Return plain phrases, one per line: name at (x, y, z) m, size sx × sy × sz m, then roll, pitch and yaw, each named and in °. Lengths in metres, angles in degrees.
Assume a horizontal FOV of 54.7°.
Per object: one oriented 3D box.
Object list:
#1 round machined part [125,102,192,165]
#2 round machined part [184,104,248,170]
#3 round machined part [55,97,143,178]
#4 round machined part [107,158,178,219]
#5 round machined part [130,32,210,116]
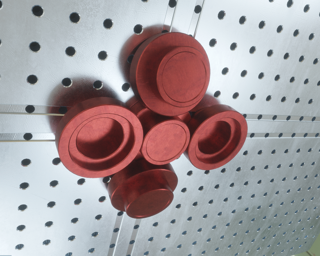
round machined part at (0.000, 0.009, 0.406) m, size 0.099 × 0.042 × 0.097 m, roll -14°, pitch 125°, yaw -21°
round machined part at (0.074, 0.009, 0.448) m, size 0.099 × 0.042 × 0.097 m, roll -14°, pitch 125°, yaw -21°
round machined part at (-0.073, 0.008, 0.366) m, size 0.099 × 0.042 × 0.097 m, roll -14°, pitch 125°, yaw -21°
round machined part at (-0.020, 0.090, 0.431) m, size 0.099 × 0.042 × 0.097 m, roll -15°, pitch 139°, yaw -14°
round machined part at (0.018, -0.061, 0.359) m, size 0.099 × 0.042 × 0.097 m, roll -8°, pitch 107°, yaw -25°
